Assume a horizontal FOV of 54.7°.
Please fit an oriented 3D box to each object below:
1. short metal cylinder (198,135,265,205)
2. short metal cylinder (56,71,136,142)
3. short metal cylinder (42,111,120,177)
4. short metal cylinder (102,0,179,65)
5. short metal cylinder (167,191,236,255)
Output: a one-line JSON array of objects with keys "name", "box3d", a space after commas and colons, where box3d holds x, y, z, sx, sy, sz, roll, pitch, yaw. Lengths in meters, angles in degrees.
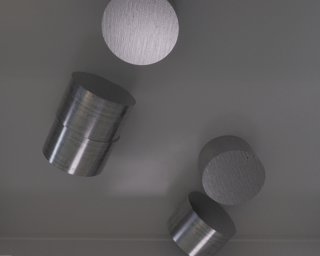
[{"name": "short metal cylinder", "box3d": [0.094, 0.056, 0.419, 0.081, 0.050, 0.079, 0, 110, 0]}, {"name": "short metal cylinder", "box3d": [-0.076, -0.026, 0.372, 0.080, 0.080, 0.050, 26, 108, -9]}, {"name": "short metal cylinder", "box3d": [-0.097, 0.016, 0.387, 0.080, 0.080, 0.050, 26, 108, -9]}, {"name": "short metal cylinder", "box3d": [-0.020, -0.117, 0.345, 0.080, 0.050, 0.079, 0, 124, 1]}, {"name": "short metal cylinder", "box3d": [0.058, 0.135, 0.432, 0.080, 0.080, 0.050, 32, 107, -11]}]
